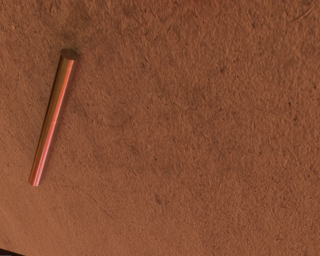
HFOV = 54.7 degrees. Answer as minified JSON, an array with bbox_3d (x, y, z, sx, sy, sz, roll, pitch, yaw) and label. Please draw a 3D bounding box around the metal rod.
[{"bbox_3d":[-0.179,0.002,0.502,0.025,0.025,0.298,35,129,5],"label":"metal rod"}]
